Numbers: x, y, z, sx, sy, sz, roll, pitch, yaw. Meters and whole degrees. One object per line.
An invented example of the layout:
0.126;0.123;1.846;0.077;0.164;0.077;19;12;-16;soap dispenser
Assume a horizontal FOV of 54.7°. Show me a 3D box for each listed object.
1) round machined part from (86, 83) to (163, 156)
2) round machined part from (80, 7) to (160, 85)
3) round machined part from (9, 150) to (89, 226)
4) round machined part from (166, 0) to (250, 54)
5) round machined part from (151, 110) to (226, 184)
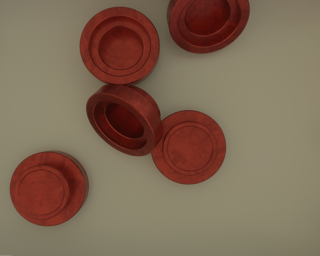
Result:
-0.039;-0.014;0.384;0.098;0.097;0.042;37;52;0;round machined part
-0.049;-0.101;0.401;0.099;0.042;0.097;0;89;0;round machined part
-0.146;0.079;0.402;0.099;0.042;0.097;0;90;0;round machined part
0.057;-0.145;0.385;0.099;0.098;0.042;-10;52;0;round machined part
0.037;0.025;0.403;0.099;0.042;0.097;0;90;0;round machined part
